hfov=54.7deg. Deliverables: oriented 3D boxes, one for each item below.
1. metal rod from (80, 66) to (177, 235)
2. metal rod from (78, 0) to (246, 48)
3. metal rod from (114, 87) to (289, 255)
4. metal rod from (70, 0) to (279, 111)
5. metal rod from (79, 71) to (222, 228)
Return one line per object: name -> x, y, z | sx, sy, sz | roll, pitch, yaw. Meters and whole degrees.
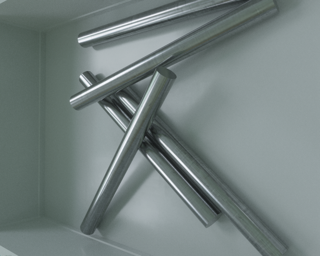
metal rod -> -0.055, 0.050, 0.422 | 0.025, 0.025, 0.298 | 48, 126, 29
metal rod -> -0.007, -0.145, 0.410 | 0.300, 0.025, 0.025 | -1, 90, 39
metal rod -> 0.029, 0.034, 0.381 | 0.300, 0.025, 0.025 | 46, 117, 30
metal rod -> -0.005, -0.083, 0.388 | 0.300, 0.025, 0.025 | -20, 77, 31
metal rod -> -0.029, 0.012, 0.428 | 0.300, 0.025, 0.025 | 46, 117, 30
